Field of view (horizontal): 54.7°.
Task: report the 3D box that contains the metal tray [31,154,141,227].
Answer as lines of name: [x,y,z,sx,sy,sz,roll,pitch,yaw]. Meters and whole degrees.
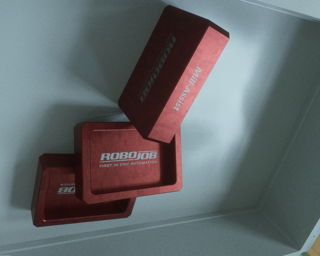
metal tray: [-0.092,0.079,0.405,0.131,0.030,0.089,4,117,-31]

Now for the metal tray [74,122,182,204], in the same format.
metal tray: [-0.036,0.038,0.380,0.131,0.030,0.089,-1,88,-31]

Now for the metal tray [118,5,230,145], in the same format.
metal tray: [0.008,-0.059,0.335,0.030,0.090,0.129,18,109,-36]
